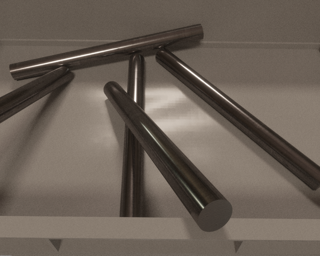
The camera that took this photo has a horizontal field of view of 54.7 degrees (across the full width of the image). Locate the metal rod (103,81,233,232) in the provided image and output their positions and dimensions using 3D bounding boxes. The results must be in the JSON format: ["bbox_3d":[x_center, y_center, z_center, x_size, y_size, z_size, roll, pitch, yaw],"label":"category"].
[{"bbox_3d":[-0.017,0.000,0.326,0.025,0.025,0.300,-18,28,-15],"label":"metal rod"}]

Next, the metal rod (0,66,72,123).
[{"bbox_3d":[-0.183,-0.017,0.344,0.025,0.025,0.301,12,28,9],"label":"metal rod"}]

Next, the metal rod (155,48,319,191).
[{"bbox_3d":[0.095,-0.028,0.430,0.025,0.025,0.300,-31,57,-23],"label":"metal rod"}]

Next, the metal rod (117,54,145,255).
[{"bbox_3d":[-0.033,0.006,0.399,0.025,0.025,0.300,-1,50,-1],"label":"metal rod"}]

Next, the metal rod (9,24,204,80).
[{"bbox_3d":[-0.079,-0.121,0.488,0.302,0.025,0.025,-14,51,-6],"label":"metal rod"}]
